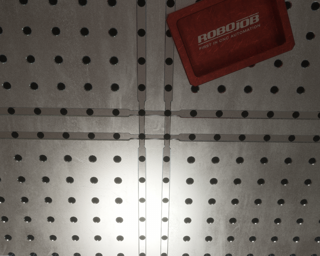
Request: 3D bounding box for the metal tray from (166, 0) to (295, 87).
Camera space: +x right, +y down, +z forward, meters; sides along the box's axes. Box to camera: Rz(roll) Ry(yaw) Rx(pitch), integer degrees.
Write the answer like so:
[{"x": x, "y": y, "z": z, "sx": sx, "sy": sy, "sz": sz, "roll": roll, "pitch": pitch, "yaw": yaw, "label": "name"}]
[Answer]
[{"x": 0.082, "y": -0.115, "z": 0.369, "sx": 0.130, "sy": 0.030, "sz": 0.090, "roll": -21, "pitch": 109, "yaw": 7, "label": "metal tray"}]
